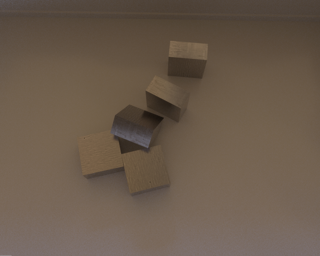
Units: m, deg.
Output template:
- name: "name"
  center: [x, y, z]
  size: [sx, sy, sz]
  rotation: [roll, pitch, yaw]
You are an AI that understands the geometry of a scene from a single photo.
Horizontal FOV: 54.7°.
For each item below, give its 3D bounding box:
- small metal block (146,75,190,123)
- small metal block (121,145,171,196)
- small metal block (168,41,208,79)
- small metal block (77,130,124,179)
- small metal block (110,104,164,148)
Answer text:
- name: "small metal block"
  center: [0.010, -0.037, 0.410]
  size: [0.050, 0.050, 0.025]
  rotation: [28, 73, 9]
- name: "small metal block"
  center: [-0.018, 0.054, 0.390]
  size: [0.050, 0.025, 0.050]
  rotation: [-13, 71, -5]
- name: "small metal block"
  center: [0.037, -0.094, 0.431]
  size: [0.050, 0.050, 0.025]
  rotation: [5, 70, 1]
- name: "small metal block"
  center: [-0.075, 0.034, 0.396]
  size: [0.050, 0.025, 0.050]
  rotation: [-12, 71, -5]
- name: "small metal block"
  center: [-0.028, -0.004, 0.395]
  size: [0.050, 0.050, 0.025]
  rotation: [21, 113, 7]
